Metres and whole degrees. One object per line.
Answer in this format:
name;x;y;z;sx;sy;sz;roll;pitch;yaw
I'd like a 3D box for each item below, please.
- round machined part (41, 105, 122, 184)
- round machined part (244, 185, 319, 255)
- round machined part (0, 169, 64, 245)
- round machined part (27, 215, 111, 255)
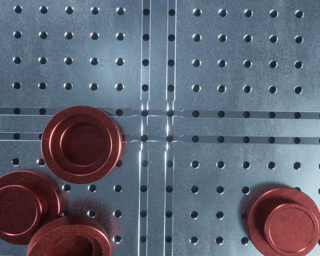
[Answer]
round machined part;-0.098;0.021;0.404;0.099;0.042;0.097;0;90;0
round machined part;0.164;0.127;0.406;0.099;0.042;0.097;0;90;0
round machined part;-0.181;0.104;0.404;0.099;0.042;0.097;0;90;0
round machined part;-0.115;0.153;0.392;0.099;0.042;0.097;-6;109;-18
